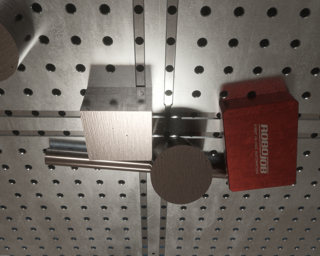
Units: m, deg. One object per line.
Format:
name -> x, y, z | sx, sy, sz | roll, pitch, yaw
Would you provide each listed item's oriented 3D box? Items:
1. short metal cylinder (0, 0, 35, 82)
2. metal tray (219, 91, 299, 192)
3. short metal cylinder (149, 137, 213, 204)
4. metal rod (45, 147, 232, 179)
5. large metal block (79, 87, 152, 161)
short metal cylinder -> -0.177, -0.093, 0.314 | 0.081, 0.050, 0.079 | 0, 130, 0
metal tray -> 0.131, 0.021, 0.411 | 0.090, 0.030, 0.129 | -8, 118, 6
short metal cylinder -> 0.026, 0.056, 0.422 | 0.081, 0.050, 0.079 | -1, 100, -4
metal rod -> -0.011, 0.054, 0.457 | 0.302, 0.025, 0.025 | 5, 130, -5
large metal block -> -0.050, -0.005, 0.391 | 0.081, 0.050, 0.079 | 0, 130, -1
